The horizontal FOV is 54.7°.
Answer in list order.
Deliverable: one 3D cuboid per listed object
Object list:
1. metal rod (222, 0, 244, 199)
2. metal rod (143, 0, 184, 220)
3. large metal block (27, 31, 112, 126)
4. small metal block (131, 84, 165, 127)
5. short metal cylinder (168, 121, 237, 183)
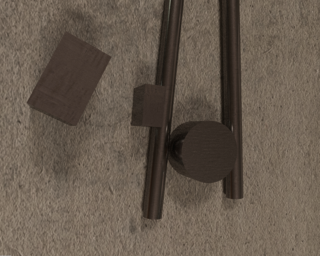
[{"bbox_3d":[0.105,-0.048,0.449,0.025,0.025,0.298,-2,91,-20],"label":"metal rod"},{"bbox_3d":[0.005,-0.032,0.411,0.025,0.025,0.298,7,88,-20],"label":"metal rod"},{"bbox_3d":[-0.102,-0.049,0.343,0.050,0.080,0.080,28,81,-18],"label":"large metal block"},{"bbox_3d":[-0.016,-0.027,0.391,0.025,0.050,0.050,5,89,-20],"label":"small metal block"},{"bbox_3d":[0.056,0.030,0.418,0.081,0.050,0.079,0,90,-20],"label":"short metal cylinder"}]
